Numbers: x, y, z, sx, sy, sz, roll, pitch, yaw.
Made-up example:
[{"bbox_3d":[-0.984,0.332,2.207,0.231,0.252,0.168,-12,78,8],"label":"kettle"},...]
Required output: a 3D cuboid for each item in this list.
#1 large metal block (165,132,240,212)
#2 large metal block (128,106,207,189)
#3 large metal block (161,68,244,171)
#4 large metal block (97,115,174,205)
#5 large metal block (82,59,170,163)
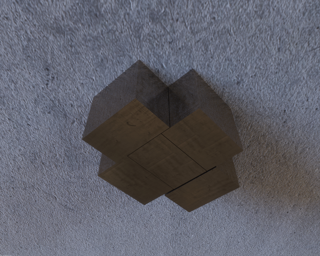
[{"bbox_3d":[0.052,0.054,0.420,0.080,0.080,0.050,-34,122,25],"label":"large metal block"},{"bbox_3d":[0.009,0.015,0.387,0.050,0.080,0.080,-35,122,25],"label":"large metal block"},{"bbox_3d":[0.047,-0.010,0.365,0.050,0.080,0.080,-35,122,25],"label":"large metal block"},{"bbox_3d":[-0.029,0.041,0.408,0.050,0.080,0.080,-35,122,25],"label":"large metal block"},{"bbox_3d":[-0.037,-0.020,0.356,0.080,0.080,0.050,-34,122,25],"label":"large metal block"}]
